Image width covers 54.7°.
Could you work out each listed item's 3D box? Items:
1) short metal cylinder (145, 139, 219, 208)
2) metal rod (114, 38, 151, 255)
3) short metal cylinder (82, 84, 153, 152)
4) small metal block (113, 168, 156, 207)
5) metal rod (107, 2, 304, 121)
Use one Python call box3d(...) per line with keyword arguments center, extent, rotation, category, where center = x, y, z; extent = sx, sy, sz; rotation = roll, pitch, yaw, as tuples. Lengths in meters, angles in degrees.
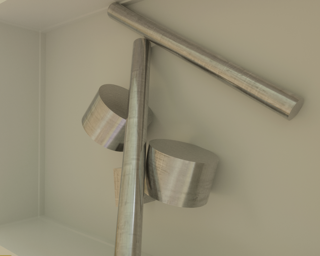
box3d(center=(0.021, 0.049, 0.352), extent=(0.080, 0.081, 0.050), rotation=(21, 104, 37), category="short metal cylinder")
box3d(center=(-0.028, 0.013, 0.350), extent=(0.025, 0.025, 0.299), rotation=(-25, 50, 37), category="metal rod")
box3d(center=(-0.057, -0.014, 0.415), extent=(0.080, 0.081, 0.050), rotation=(51, 120, 27), category="short metal cylinder")
box3d(center=(-0.034, 0.077, 0.416), extent=(0.025, 0.050, 0.050), rotation=(-8, 85, 39), category="small metal block")
box3d(center=(0.032, -0.096, 0.378), extent=(0.300, 0.025, 0.025), rotation=(38, 113, 33), category="metal rod")
